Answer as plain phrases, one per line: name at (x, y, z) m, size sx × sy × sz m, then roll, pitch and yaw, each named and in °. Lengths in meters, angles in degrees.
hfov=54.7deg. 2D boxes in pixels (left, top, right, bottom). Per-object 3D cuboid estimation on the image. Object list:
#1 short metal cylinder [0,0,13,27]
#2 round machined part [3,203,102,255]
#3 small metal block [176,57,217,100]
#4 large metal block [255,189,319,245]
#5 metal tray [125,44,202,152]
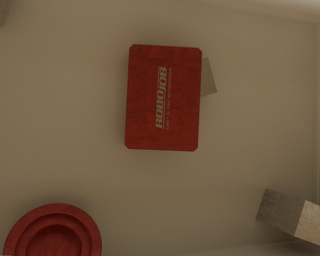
short metal cylinder at (-0.192, -0.143, 0.310) m, size 0.081 × 0.080 × 0.050 m, roll 16°, pitch 85°, yaw -20°
round machined part at (-0.117, 0.137, 0.343) m, size 0.099 × 0.042 × 0.098 m, roll 11°, pitch 51°, yaw -14°
small metal block at (0.046, -0.066, 0.429) m, size 0.050 × 0.025 × 0.050 m, roll -18°, pitch 97°, yaw -20°
large metal block at (0.206, 0.134, 0.460) m, size 0.080 × 0.080 × 0.050 m, roll 24°, pitch 82°, yaw -19°
metal tray at (0.004, -0.037, 0.396) m, size 0.091 × 0.030 × 0.129 m, roll 3°, pitch 89°, yaw -2°
